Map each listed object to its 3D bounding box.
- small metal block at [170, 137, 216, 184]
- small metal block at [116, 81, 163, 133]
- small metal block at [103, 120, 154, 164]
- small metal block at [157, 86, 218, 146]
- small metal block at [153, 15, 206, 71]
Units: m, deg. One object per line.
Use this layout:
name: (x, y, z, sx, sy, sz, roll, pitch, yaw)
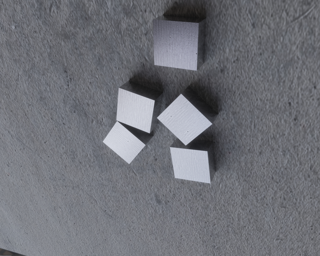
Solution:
small metal block: (0.044, 0.042, 0.410, 0.050, 0.025, 0.050, 5, 121, 26)
small metal block: (-0.027, -0.028, 0.404, 0.050, 0.025, 0.050, 21, 126, 15)
small metal block: (-0.046, 0.015, 0.441, 0.050, 0.025, 0.050, 40, 129, 0)
small metal block: (0.034, -0.015, 0.380, 0.050, 0.025, 0.050, 44, 129, -3)
small metal block: (0.021, -0.094, 0.338, 0.050, 0.025, 0.050, 12, 124, 21)
